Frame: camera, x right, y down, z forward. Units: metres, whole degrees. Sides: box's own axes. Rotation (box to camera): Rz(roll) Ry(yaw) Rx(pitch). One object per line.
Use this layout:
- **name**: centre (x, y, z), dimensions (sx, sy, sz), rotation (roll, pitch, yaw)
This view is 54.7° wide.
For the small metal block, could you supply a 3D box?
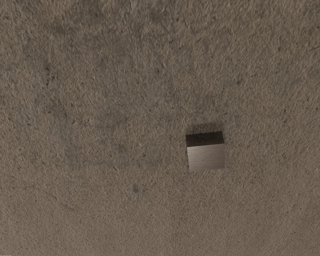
- **small metal block**: centre (0.064, 0.034, 0.437), dimensions (0.050, 0.025, 0.050), rotation (-6, 130, 4)
